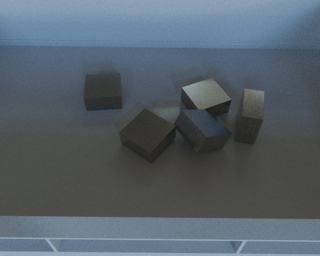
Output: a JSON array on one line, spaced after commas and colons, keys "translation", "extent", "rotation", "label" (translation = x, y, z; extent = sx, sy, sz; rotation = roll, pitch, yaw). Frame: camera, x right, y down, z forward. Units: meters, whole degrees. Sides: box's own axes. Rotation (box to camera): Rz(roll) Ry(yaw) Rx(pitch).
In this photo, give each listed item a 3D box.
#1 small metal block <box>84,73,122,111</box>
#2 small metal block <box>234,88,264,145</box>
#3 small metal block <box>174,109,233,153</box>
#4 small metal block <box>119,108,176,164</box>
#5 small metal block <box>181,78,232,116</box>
[{"translation": [-0.081, -0.053, 0.448], "extent": [0.050, 0.025, 0.050], "rotation": [-4, 50, -4], "label": "small metal block"}, {"translation": [0.116, -0.015, 0.403], "extent": [0.025, 0.050, 0.050], "rotation": [10, 51, 8], "label": "small metal block"}, {"translation": [0.054, 0.002, 0.391], "extent": [0.050, 0.025, 0.050], "rotation": [-5, 44, -43], "label": "small metal block"}, {"translation": [-0.015, 0.009, 0.395], "extent": [0.050, 0.025, 0.050], "rotation": [31, 60, 23], "label": "small metal block"}, {"translation": [0.064, -0.040, 0.440], "extent": [0.050, 0.025, 0.050], "rotation": [-20, 53, -16], "label": "small metal block"}]
